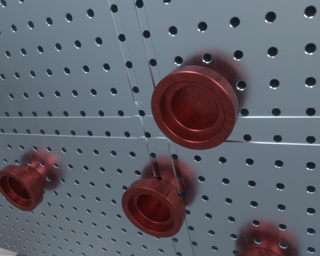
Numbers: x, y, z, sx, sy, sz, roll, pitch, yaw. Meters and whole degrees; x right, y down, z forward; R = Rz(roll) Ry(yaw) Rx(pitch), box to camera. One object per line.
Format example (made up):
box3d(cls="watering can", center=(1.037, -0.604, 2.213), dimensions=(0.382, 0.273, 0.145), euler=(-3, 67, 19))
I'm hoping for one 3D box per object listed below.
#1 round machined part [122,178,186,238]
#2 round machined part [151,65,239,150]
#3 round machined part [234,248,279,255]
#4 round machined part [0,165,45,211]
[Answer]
box3d(cls="round machined part", center=(-0.006, 0.116, 0.474), dimensions=(0.098, 0.042, 0.097), euler=(13, 124, 20))
box3d(cls="round machined part", center=(0.043, -0.027, 0.360), dimensions=(0.098, 0.042, 0.097), euler=(13, 124, 20))
box3d(cls="round machined part", center=(0.150, 0.217, 0.455), dimensions=(0.098, 0.042, 0.097), euler=(13, 124, 20))
box3d(cls="round machined part", center=(-0.268, 0.112, 0.607), dimensions=(0.098, 0.042, 0.097), euler=(13, 124, 20))
